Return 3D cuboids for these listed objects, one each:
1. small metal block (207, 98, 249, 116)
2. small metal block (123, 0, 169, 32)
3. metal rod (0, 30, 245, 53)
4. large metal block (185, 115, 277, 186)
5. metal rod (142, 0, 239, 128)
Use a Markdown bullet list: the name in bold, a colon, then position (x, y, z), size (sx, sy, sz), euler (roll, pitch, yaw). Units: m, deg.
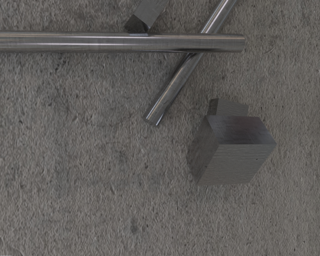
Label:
- **small metal block**: position (0.096, -0.012, 0.445), size (0.050, 0.025, 0.050), euler (11, 86, -20)
- **small metal block**: position (-0.017, -0.146, 0.390), size (0.025, 0.050, 0.050), euler (35, 79, -17)
- **metal rod**: position (-0.039, -0.104, 0.378), size (0.302, 0.025, 0.025), euler (-4, 92, -14)
- **large metal block**: position (0.090, 0.030, 0.407), size (0.081, 0.050, 0.079), euler (1, 134, -20)
- **metal rod**: position (0.066, -0.131, 0.433), size (0.025, 0.025, 0.300), euler (36, 78, -17)
